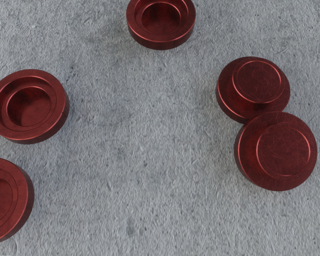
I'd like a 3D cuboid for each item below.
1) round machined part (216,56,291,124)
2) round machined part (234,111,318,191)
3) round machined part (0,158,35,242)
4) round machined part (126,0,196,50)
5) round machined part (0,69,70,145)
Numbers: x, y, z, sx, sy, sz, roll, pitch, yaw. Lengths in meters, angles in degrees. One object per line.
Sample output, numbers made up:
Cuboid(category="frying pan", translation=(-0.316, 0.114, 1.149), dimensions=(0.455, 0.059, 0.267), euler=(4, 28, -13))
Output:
Cuboid(category="round machined part", translation=(0.128, -0.056, 0.420), dimensions=(0.099, 0.042, 0.098), euler=(0, 70, 0))
Cuboid(category="round machined part", translation=(0.144, 0.028, 0.376), dimensions=(0.099, 0.042, 0.097), euler=(0, 86, -2))
Cuboid(category="round machined part", translation=(-0.198, 0.087, 0.366), dimensions=(0.099, 0.042, 0.098), euler=(0, 70, 0))
Cuboid(category="round machined part", translation=(0.002, -0.155, 0.456), dimensions=(0.099, 0.042, 0.098), euler=(0, 70, 0))
Cuboid(category="round machined part", translation=(-0.168, -0.025, 0.407), dimensions=(0.099, 0.042, 0.098), euler=(0, 70, 0))
